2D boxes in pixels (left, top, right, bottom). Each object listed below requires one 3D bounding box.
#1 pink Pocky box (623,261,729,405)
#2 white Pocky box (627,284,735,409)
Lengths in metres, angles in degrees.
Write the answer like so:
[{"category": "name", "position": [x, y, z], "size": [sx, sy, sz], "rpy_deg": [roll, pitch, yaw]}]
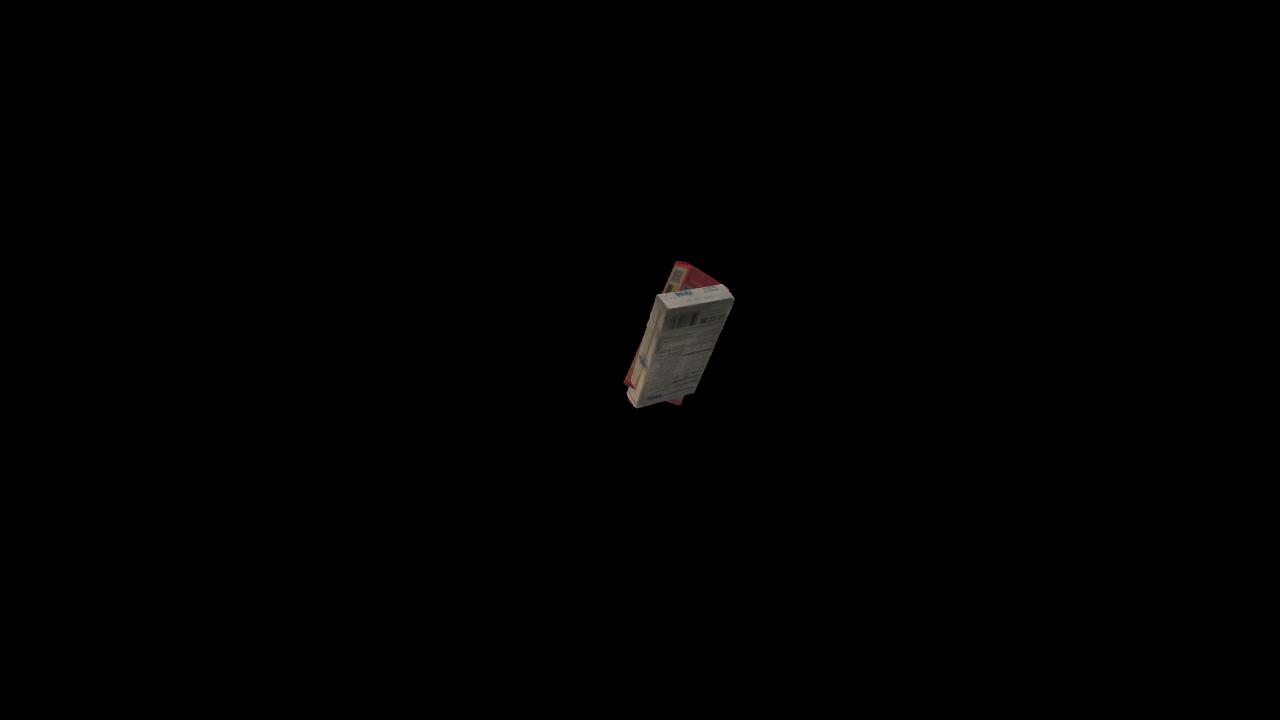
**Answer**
[{"category": "pink Pocky box", "position": [0.045, -0.029, 0.720], "size": [0.029, 0.155, 0.084], "rpy_deg": [25, 2, 43]}, {"category": "white Pocky box", "position": [0.041, -0.012, 0.667], "size": [0.084, 0.028, 0.154], "rpy_deg": [-13, -38, -27]}]
